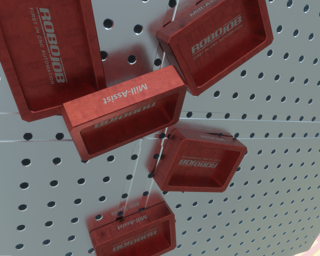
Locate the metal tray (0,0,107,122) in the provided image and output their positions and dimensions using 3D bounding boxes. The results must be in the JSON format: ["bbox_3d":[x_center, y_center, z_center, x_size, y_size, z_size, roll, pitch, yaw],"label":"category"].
[{"bbox_3d":[-0.107,-0.077,0.302,0.091,0.030,0.129,-18,126,-19],"label":"metal tray"}]

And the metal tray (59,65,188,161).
[{"bbox_3d":[-0.038,-0.015,0.352,0.131,0.030,0.090,-23,157,-15],"label":"metal tray"}]

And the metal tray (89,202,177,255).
[{"bbox_3d":[-0.039,0.182,0.500,0.131,0.030,0.089,-17,126,-19],"label":"metal tray"}]

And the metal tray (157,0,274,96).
[{"bbox_3d":[0.072,-0.111,0.380,0.130,0.030,0.090,-36,130,-5],"label":"metal tray"}]

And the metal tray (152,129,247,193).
[{"bbox_3d":[0.063,0.054,0.477,0.131,0.030,0.089,9,114,-33],"label":"metal tray"}]
